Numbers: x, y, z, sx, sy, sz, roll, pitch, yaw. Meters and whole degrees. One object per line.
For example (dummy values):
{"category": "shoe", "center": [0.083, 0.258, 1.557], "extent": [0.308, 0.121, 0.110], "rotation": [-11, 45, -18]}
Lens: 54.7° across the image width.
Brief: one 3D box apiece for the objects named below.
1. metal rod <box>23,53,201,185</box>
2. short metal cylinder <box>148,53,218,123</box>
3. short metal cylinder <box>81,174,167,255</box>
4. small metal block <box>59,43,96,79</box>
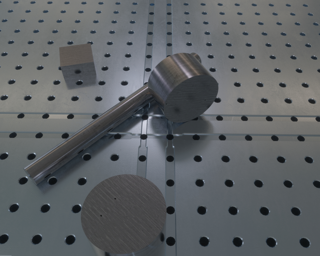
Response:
{"category": "metal rod", "center": [-0.047, -0.027, 0.429], "extent": [0.025, 0.025, 0.302], "rotation": [36, 58, 26]}
{"category": "short metal cylinder", "center": [0.031, -0.053, 0.417], "extent": [0.081, 0.080, 0.050], "rotation": [-20, 52, -16]}
{"category": "short metal cylinder", "center": [-0.034, 0.094, 0.312], "extent": [0.081, 0.050, 0.080], "rotation": [0, 50, 0]}
{"category": "small metal block", "center": [-0.132, -0.108, 0.497], "extent": [0.050, 0.025, 0.050], "rotation": [-11, 51, -9]}
